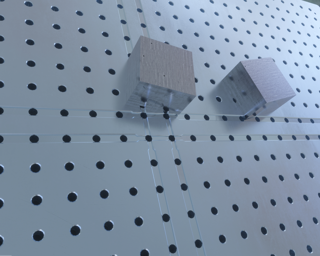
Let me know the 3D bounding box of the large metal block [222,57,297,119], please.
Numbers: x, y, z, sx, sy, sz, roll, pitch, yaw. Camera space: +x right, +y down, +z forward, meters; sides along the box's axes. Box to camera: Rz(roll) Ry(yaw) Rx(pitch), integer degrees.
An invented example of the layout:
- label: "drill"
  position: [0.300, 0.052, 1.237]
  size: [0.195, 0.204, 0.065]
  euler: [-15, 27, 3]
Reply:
- label: "large metal block"
  position: [0.167, -0.069, 0.523]
  size: [0.081, 0.050, 0.080]
  euler: [-14, 69, -34]

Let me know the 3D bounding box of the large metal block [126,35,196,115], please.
- label: "large metal block"
  position: [0.001, -0.073, 0.436]
  size: [0.081, 0.050, 0.080]
  euler: [12, 57, -22]
